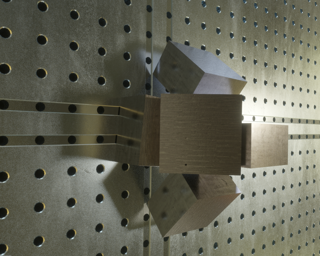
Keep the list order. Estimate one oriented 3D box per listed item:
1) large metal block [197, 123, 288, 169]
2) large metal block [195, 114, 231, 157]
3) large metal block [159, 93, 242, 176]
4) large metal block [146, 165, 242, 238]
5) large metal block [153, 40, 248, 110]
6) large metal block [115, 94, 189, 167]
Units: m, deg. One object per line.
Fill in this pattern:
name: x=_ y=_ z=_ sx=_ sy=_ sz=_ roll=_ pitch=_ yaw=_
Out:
large metal block: x=0.105 y=0.020 z=0.395 sx=0.081 sy=0.080 sz=0.050 roll=2 pitch=89 yaw=-40
large metal block: x=0.061 y=0.010 z=0.442 sx=0.081 sy=0.050 sz=0.080 roll=4 pitch=88 yaw=-40
large metal block: x=0.042 y=0.006 z=0.332 sx=0.080 sy=0.050 sz=0.080 roll=1 pitch=90 yaw=5
large metal block: x=0.042 y=0.091 z=0.401 sx=0.081 sy=0.050 sz=0.080 roll=3 pitch=133 yaw=-40
large metal block: x=0.051 y=-0.066 z=0.405 sx=0.081 sy=0.080 sz=0.050 roll=3 pitch=127 yaw=-40
large metal block: x=-0.005 y=0.006 z=0.388 sx=0.081 sy=0.050 sz=0.080 roll=9 pitch=85 yaw=-40
